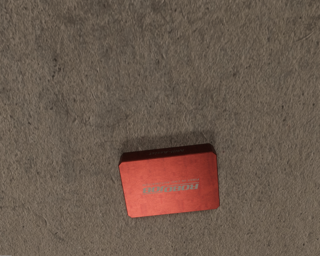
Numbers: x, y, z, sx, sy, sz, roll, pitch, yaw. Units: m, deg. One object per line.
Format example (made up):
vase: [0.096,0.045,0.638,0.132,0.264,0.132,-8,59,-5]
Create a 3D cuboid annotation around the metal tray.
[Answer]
metal tray: [0.014,0.074,0.435,0.131,0.030,0.089,-7,110,2]
